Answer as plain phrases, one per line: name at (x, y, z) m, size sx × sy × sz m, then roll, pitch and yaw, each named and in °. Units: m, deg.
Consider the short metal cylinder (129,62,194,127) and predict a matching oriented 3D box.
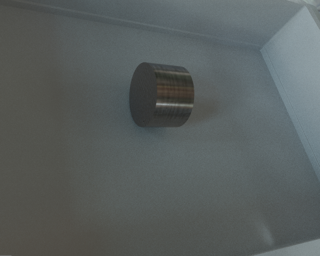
short metal cylinder at (0.000, -0.041, 0.394) m, size 0.050 × 0.080 × 0.080 m, roll 0°, pitch 62°, yaw -29°
